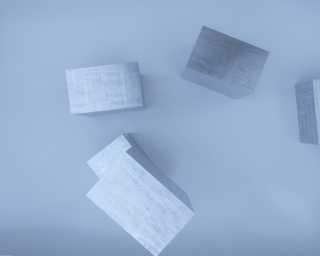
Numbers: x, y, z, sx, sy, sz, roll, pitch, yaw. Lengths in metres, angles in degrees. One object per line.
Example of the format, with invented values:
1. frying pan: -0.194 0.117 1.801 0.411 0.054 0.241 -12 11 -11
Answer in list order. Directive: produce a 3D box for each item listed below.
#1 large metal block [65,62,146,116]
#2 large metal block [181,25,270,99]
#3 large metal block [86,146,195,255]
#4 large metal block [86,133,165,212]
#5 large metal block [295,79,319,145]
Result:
1. large metal block: -0.062 -0.045 0.383 0.081 0.080 0.050 -7 90 0
2. large metal block: 0.076 -0.077 0.385 0.080 0.080 0.050 22 90 -1
3. large metal block: -0.017 0.065 0.304 0.080 0.080 0.050 42 90 -1
4. large metal block: -0.037 0.053 0.384 0.050 0.080 0.080 -39 90 0
5. large metal block: 0.230 -0.023 0.402 0.081 0.050 0.079 -5 90 -1
